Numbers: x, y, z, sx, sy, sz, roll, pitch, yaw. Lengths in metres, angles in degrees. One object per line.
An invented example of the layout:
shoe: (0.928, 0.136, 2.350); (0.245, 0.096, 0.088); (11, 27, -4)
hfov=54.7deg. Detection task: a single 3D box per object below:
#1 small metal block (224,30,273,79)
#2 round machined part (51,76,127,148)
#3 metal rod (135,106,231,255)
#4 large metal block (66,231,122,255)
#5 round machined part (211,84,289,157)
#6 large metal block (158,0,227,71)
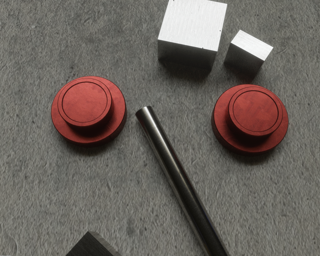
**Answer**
small metal block: (0.122, -0.101, 0.433); (0.050, 0.050, 0.025); (33, 74, 11)
round machined part: (-0.094, -0.026, 0.408); (0.099, 0.042, 0.098); (0, 70, 0)
metal rod: (0.044, 0.104, 0.370); (0.025, 0.025, 0.299); (-25, 72, -9)
large metal block: (-0.072, 0.170, 0.332); (0.080, 0.050, 0.080); (39, 74, 13)
round machined part: (0.119, -0.015, 0.405); (0.099, 0.042, 0.098); (0, 70, 0)
large metal block: (0.046, -0.137, 0.445); (0.080, 0.050, 0.080); (13, 71, 4)
